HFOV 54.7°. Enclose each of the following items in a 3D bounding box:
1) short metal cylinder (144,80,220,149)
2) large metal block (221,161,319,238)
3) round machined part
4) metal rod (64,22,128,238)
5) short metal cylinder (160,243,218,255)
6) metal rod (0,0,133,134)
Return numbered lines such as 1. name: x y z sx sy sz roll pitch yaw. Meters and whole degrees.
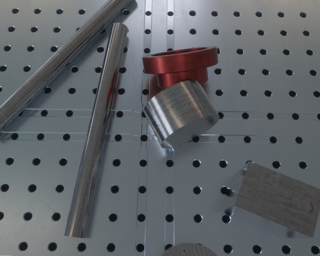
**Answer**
1. short metal cylinder: 0.027 -0.016 0.388 0.080 0.080 0.050 -24 72 -9
2. large metal block: 0.122 0.085 0.352 0.080 0.080 0.050 22 72 8
3. round machined part: 0.028 -0.080 0.413 0.099 0.098 0.042 -9 107 -4
4. metal rod: -0.080 -0.011 0.415 0.025 0.025 0.299 7 70 2
5. short metal cylinder: 0.031 0.168 0.337 0.080 0.050 0.080 0 70 0
6. metal rod: -0.137 -0.106 0.449 0.025 0.025 0.300 36 74 12
